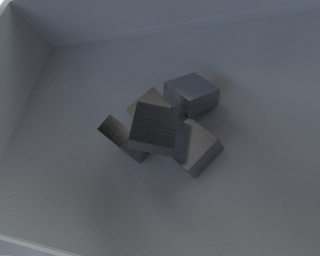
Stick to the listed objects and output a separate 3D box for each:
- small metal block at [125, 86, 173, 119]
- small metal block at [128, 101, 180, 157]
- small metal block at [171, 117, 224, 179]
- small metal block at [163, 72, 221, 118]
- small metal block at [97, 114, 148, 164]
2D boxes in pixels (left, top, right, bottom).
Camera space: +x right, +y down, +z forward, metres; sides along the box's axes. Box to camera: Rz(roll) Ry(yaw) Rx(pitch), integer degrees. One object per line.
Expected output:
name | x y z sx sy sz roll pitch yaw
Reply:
small metal block | -0.011 -0.021 0.419 0.050 0.025 0.050 -39 51 1
small metal block | -0.007 0.001 0.359 0.050 0.025 0.050 12 63 -3
small metal block | 0.038 0.023 0.368 0.050 0.025 0.050 -46 52 -4
small metal block | 0.040 -0.043 0.394 0.050 0.025 0.050 -22 45 -28
small metal block | -0.045 0.015 0.400 0.050 0.050 0.025 33 80 38
